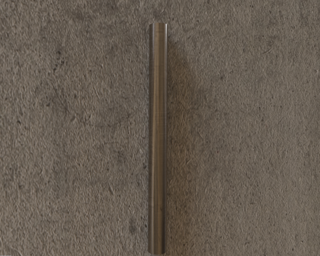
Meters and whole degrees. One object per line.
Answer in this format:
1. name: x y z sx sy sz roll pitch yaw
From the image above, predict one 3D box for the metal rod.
1. metal rod: -0.003 0.014 0.410 0.025 0.025 0.298 0 90 -20
